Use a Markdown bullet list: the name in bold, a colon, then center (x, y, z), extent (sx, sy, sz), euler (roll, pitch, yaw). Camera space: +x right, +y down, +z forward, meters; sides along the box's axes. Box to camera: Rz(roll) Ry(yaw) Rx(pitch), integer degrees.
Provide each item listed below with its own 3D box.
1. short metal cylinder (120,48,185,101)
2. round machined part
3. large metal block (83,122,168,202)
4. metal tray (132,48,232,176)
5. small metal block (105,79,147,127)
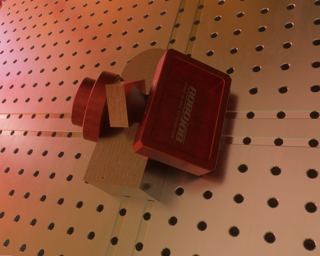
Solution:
- **short metal cylinder**: center (-0.008, -0.064, 0.435), extent (0.080, 0.050, 0.080), euler (-13, 56, 21)
- **round machined part**: center (-0.089, -0.031, 0.422), extent (0.042, 0.098, 0.098), euler (16, 66, -1)
- **large metal block**: center (-0.037, 0.040, 0.387), extent (0.080, 0.050, 0.080), euler (2, 63, 29)
- **metal tray**: center (0.030, -0.020, 0.365), extent (0.030, 0.091, 0.130), euler (139, 150, -62)
- **small metal block**: center (-0.039, -0.031, 0.377), extent (0.025, 0.050, 0.050), euler (1, 105, 26)
